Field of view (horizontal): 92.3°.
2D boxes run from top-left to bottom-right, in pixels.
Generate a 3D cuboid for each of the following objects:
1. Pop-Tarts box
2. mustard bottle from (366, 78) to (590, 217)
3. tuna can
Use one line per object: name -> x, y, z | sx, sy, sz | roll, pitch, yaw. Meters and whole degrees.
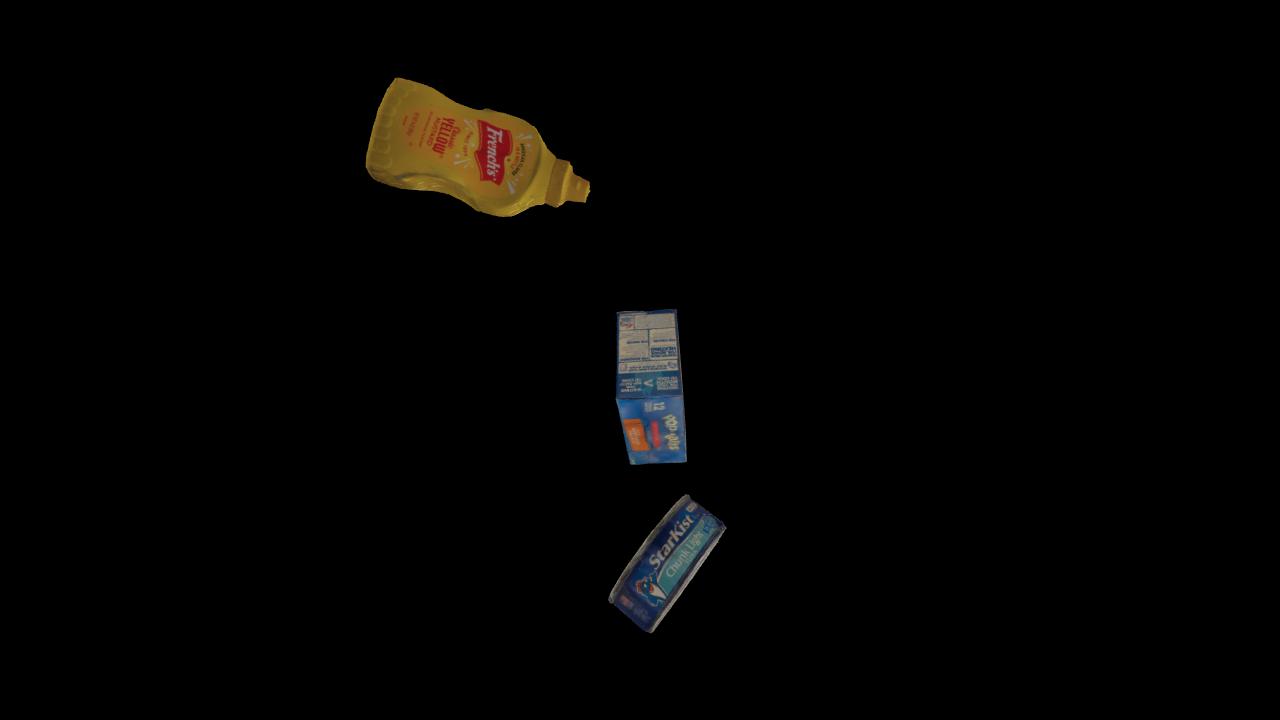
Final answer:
Pop-Tarts box -> 0.016, 0.039, 0.823 | 0.083, 0.141, 0.167 | -5, -37, 4
mustard bottle -> -0.133, -0.174, 0.539 | 0.184, 0.092, 0.054 | 16, -16, -10
tuna can -> 0.019, 0.130, 0.394 | 0.034, 0.084, 0.084 | 35, 12, 17
